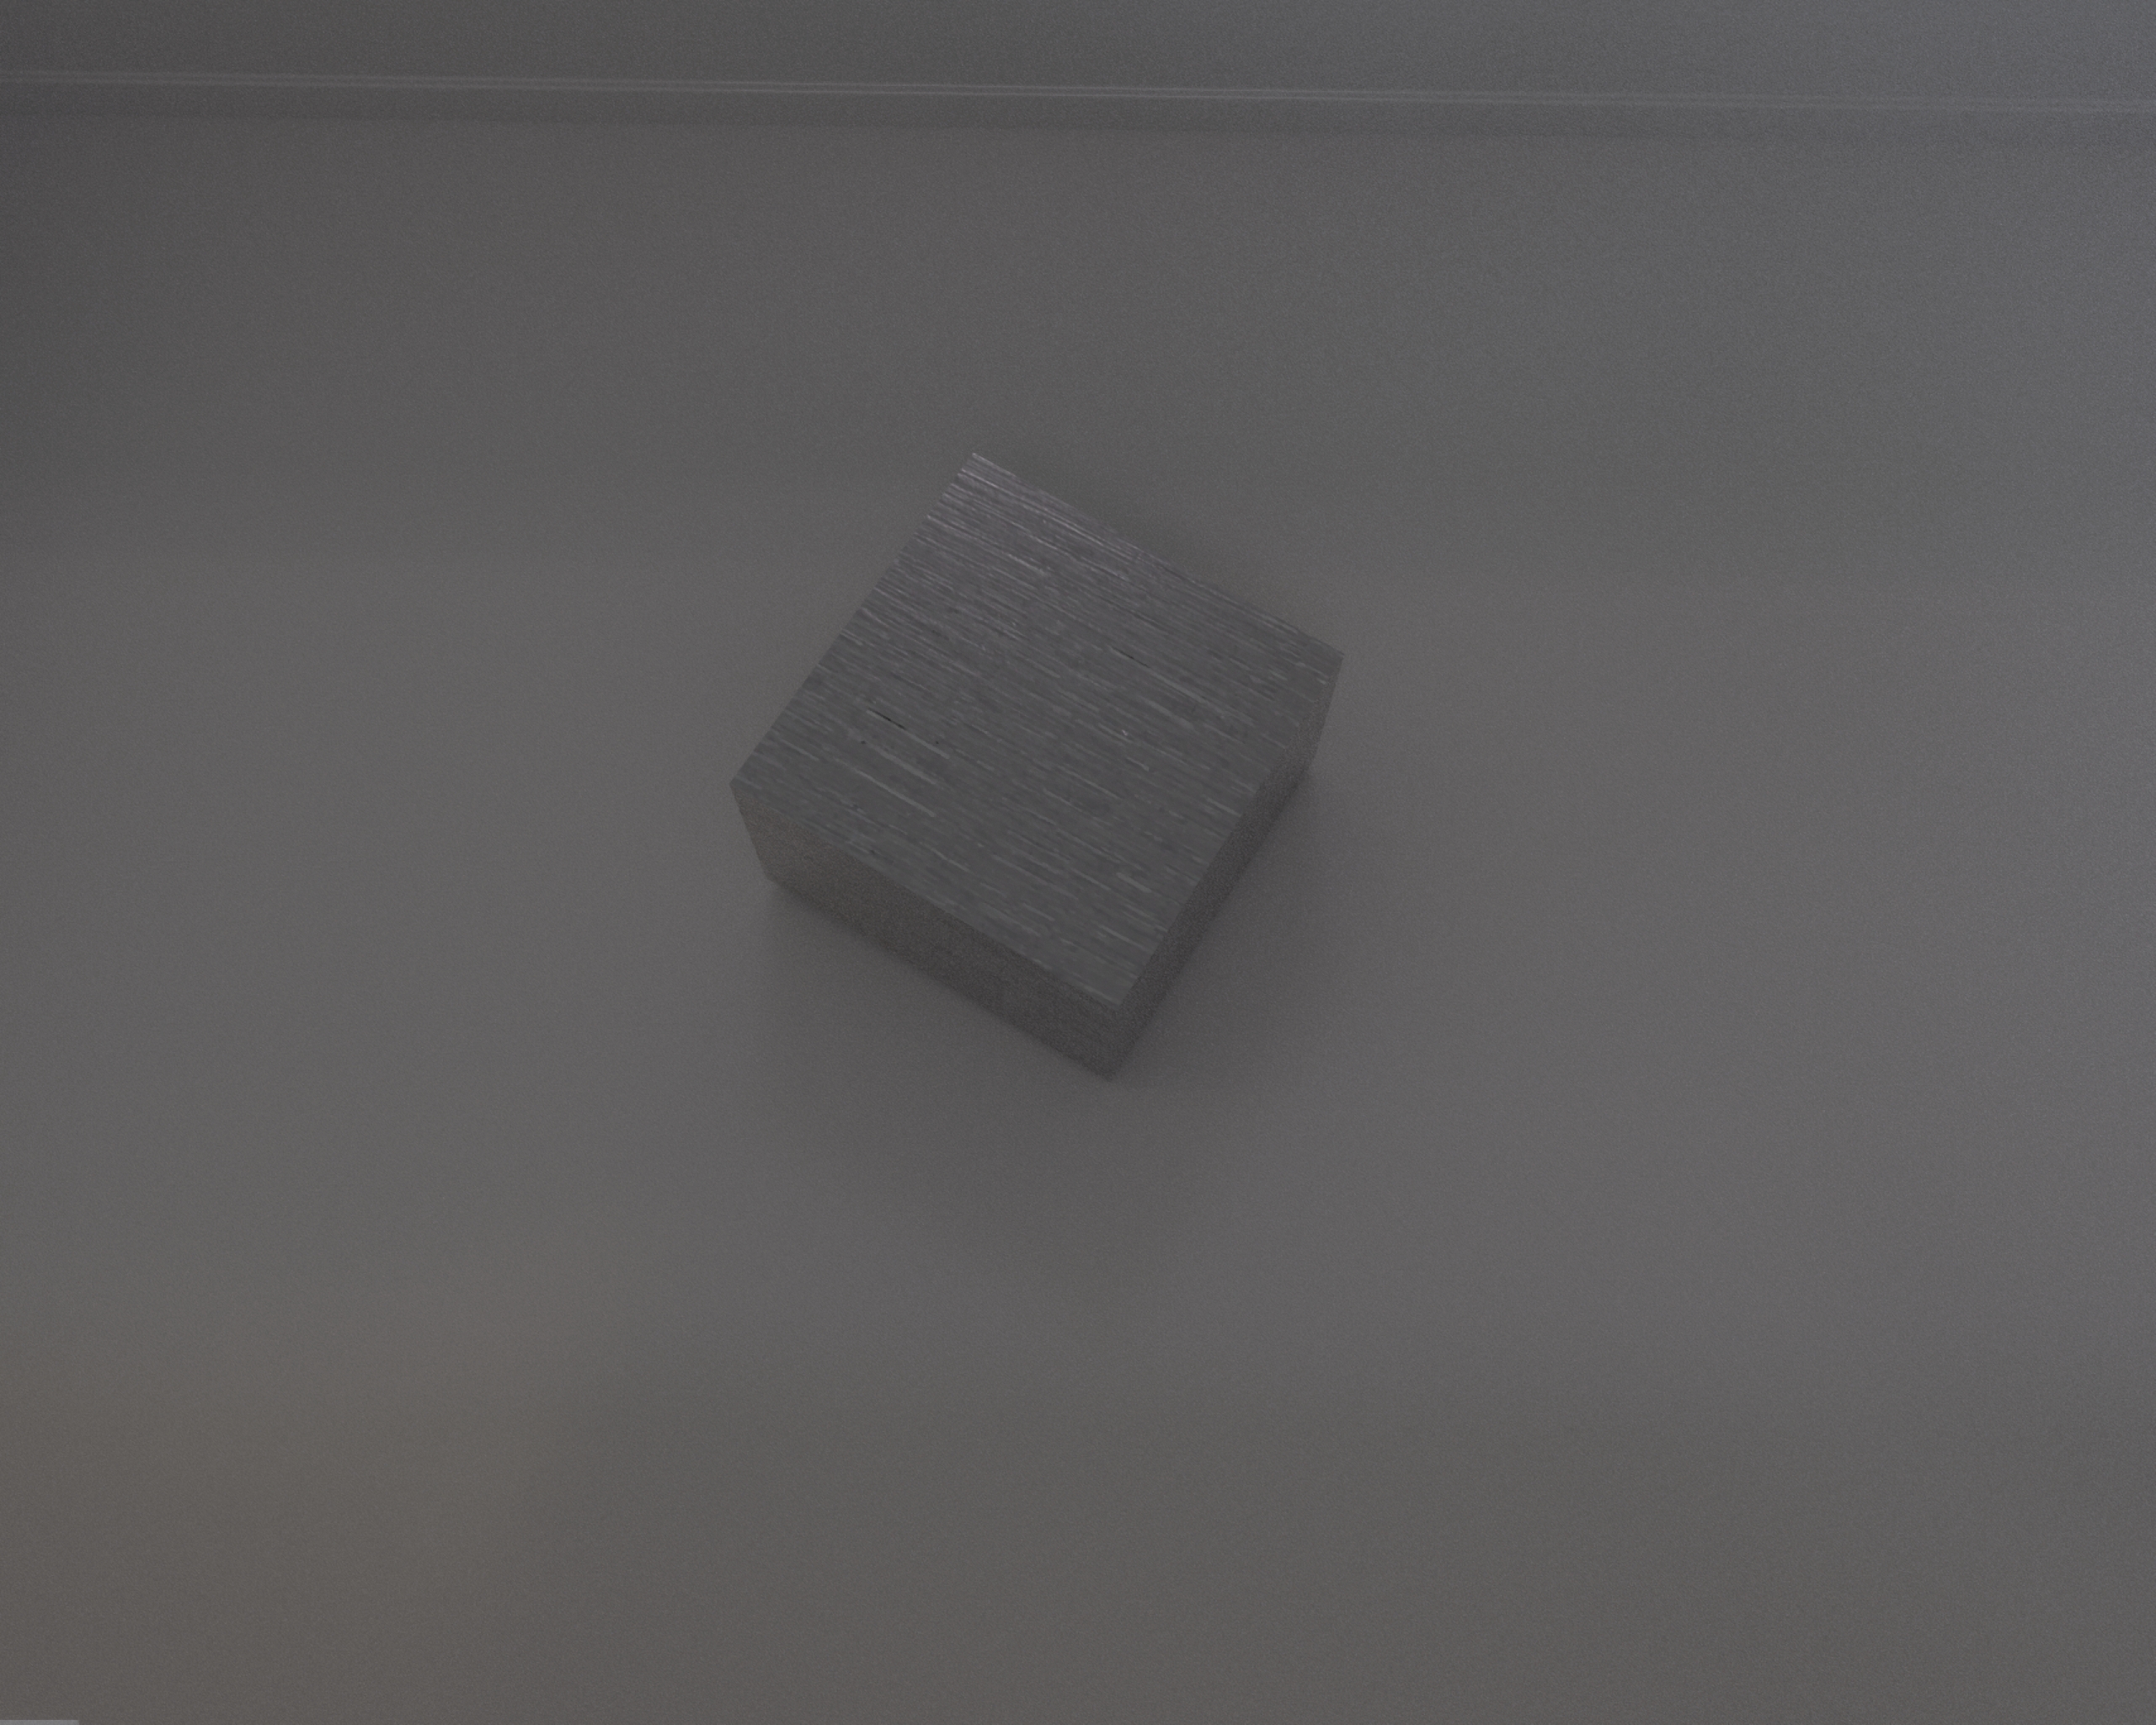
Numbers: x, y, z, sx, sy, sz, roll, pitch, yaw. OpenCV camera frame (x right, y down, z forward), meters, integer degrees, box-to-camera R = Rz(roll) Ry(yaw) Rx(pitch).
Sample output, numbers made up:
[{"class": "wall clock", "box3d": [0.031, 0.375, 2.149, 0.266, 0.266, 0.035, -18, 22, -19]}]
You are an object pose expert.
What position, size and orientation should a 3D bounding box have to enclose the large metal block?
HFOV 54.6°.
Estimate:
[{"class": "large metal block", "box3d": [-0.007, -0.017, 0.399, 0.080, 0.050, 0.080, 30, 72, 10]}]
